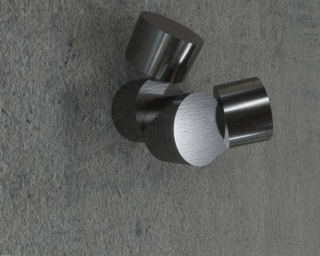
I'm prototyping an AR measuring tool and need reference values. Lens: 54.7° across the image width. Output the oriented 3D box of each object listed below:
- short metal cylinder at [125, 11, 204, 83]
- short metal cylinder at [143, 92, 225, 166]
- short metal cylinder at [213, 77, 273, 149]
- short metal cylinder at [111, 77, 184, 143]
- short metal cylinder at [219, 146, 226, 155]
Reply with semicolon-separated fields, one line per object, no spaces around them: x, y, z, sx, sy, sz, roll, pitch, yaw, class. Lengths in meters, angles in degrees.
0.005;-0.096;0.368;0.081;0.080;0.050;0;129;-40;short metal cylinder
0.028;0.001;0.350;0.081;0.050;0.079;0;90;-40;short metal cylinder
0.100;-0.019;0.382;0.050;0.080;0.079;-12;101;4;short metal cylinder
-0.012;-0.021;0.381;0.081;0.050;0.079;0;90;-40;short metal cylinder
0.057;-0.001;0.440;0.081;0.050;0.079;0;90;-40;short metal cylinder
